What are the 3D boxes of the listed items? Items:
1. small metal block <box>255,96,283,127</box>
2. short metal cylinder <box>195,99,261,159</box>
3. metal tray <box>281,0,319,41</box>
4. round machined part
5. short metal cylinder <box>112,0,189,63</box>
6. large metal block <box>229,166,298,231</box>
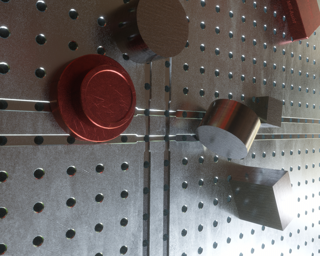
[{"bbox_3d":[0.204,-0.029,0.580,0.050,0.025,0.050,11,83,-40],"label":"small metal block"},{"bbox_3d":[0.100,0.002,0.457,0.080,0.080,0.050,47,62,-30],"label":"short metal cylinder"},{"bbox_3d":[0.296,-0.262,0.653,0.090,0.030,0.130,-43,116,-31],"label":"metal tray"},{"bbox_3d":[-0.066,-0.033,0.343,0.099,0.042,0.097,0,90,-40],"label":"round machined part"},{"bbox_3d":[-0.011,-0.123,0.383,0.081,0.050,0.080,0,90,-40],"label":"short metal cylinder"},{"bbox_3d":[0.172,0.114,0.518,0.050,0.080,0.080,-29,108,-36],"label":"large metal block"}]
